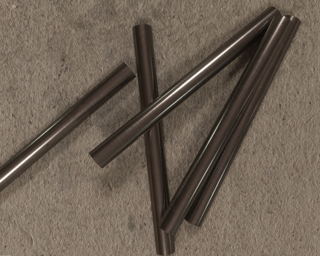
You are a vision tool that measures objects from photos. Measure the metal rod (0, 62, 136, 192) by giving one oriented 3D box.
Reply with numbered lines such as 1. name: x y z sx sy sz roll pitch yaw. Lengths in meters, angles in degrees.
1. metal rod: -0.154 0.020 0.407 0.300 0.025 0.025 -40 91 -1

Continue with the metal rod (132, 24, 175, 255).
1. metal rod: -0.008 0.015 0.409 0.025 0.025 0.298 -6 90 -1

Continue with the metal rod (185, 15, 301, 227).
1. metal rod: 0.109 -0.009 0.411 0.025 0.025 0.299 26 90 -1

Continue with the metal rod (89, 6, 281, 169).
1. metal rod: 0.038 -0.056 0.392 0.301 0.025 0.025 -40 90 -8

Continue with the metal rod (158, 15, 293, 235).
1. metal rod: 0.082 -0.004 0.387 0.025 0.025 0.299 29 89 -1
